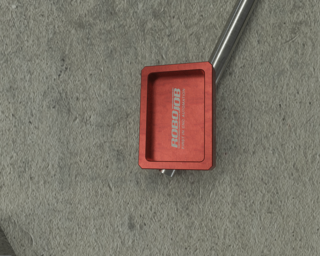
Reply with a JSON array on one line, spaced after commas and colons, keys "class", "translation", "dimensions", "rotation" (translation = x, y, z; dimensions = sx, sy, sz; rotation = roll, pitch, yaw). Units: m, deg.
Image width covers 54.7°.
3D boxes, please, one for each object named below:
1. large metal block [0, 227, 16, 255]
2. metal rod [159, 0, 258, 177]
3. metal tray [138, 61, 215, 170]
[{"class": "large metal block", "translation": [-0.241, 0.173, 0.394], "dimensions": [0.080, 0.050, 0.080], "rotation": [-28, 90, 0]}, {"class": "metal rod", "translation": [0.071, -0.075, 0.410], "dimensions": [0.025, 0.025, 0.299], "rotation": [25, 90, -1]}, {"class": "metal tray", "translation": [0.022, -0.013, 0.386], "dimensions": [0.090, 0.030, 0.129], "rotation": [-1, 82, 17]}]
